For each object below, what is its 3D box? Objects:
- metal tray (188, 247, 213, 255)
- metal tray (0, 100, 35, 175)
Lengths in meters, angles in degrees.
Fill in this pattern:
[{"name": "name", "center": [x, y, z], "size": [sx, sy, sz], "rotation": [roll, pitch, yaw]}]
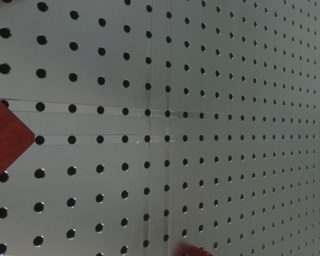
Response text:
[{"name": "metal tray", "center": [0.051, 0.254, 0.448], "size": [0.090, 0.030, 0.130], "rotation": [50, 61, -28]}, {"name": "metal tray", "center": [-0.183, -0.005, 0.252], "size": [0.090, 0.030, 0.130], "rotation": [-52, 120, -27]}]
